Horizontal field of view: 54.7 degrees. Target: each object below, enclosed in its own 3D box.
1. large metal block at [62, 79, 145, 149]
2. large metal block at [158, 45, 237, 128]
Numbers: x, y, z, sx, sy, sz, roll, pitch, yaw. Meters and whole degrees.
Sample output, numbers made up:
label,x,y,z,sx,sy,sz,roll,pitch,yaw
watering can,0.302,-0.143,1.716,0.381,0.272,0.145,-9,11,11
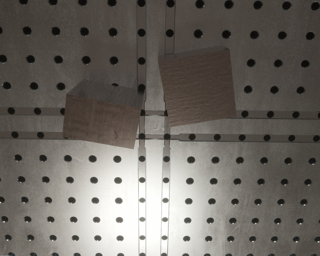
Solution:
label,x,y,z,sx,sy,sz,roll,pitch,yaw
large metal block,-0.064,-0.020,0.376,0.081,0.080,0.050,10,110,-4
large metal block,0.045,-0.052,0.381,0.080,0.050,0.079,-10,110,3
